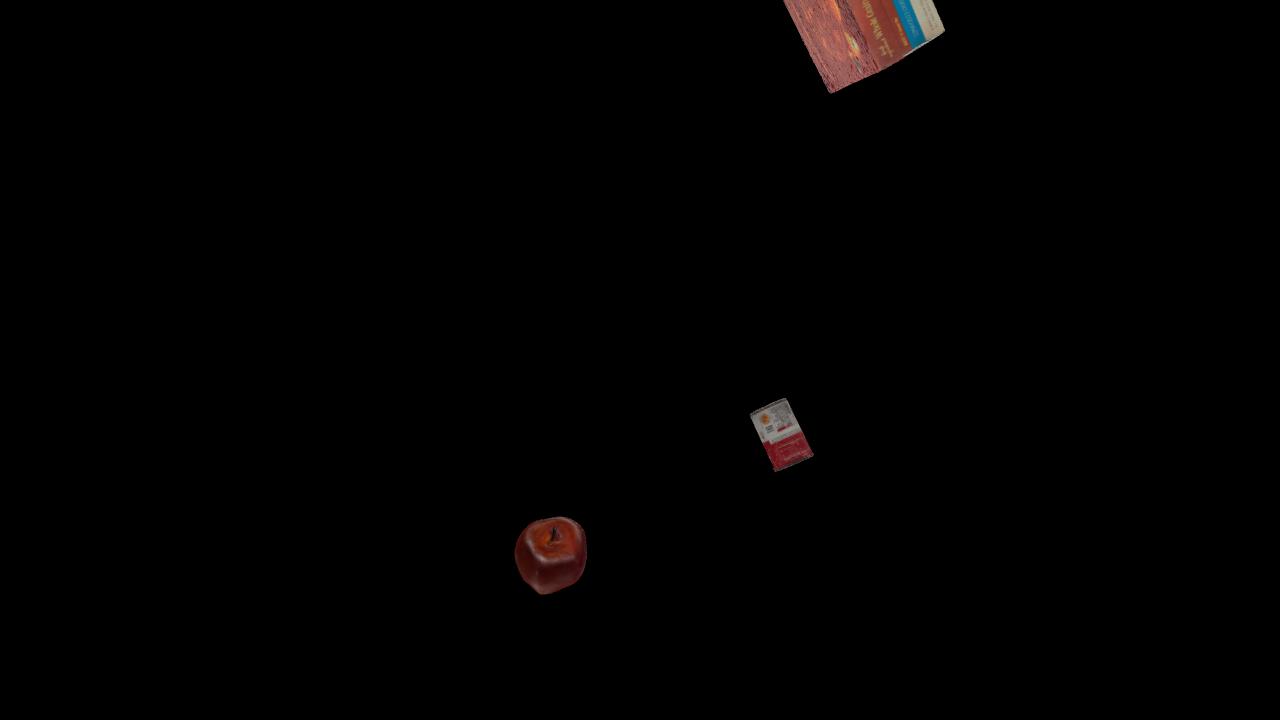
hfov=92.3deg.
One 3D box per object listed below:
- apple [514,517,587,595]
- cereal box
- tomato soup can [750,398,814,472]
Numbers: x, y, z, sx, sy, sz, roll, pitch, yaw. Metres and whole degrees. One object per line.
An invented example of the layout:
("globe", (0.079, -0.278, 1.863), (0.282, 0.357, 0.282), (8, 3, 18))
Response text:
("apple", (-0.095, 0.209, 0.662), (0.079, 0.093, 0.079), (8, 41, -7))
("cereal box", (0.234, -0.431, 0.715), (0.081, 0.203, 0.306), (-29, 13, 15))
("tomato soup can", (0.226, 0.120, 0.989), (0.068, 0.101, 0.068), (-23, -11, -5))
